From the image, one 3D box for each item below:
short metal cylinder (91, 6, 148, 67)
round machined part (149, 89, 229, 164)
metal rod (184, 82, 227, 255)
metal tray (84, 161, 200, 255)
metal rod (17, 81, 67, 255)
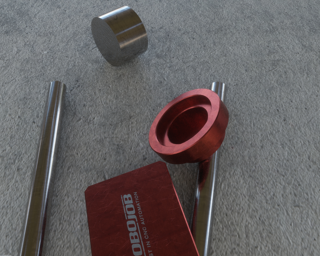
[{"bbox_3d":[-0.064,-0.144,0.488,0.050,0.080,0.080,-34,58,-25],"label":"short metal cylinder"},{"bbox_3d":[0.038,0.003,0.370,0.098,0.042,0.098,-28,36,23],"label":"round machined part"},{"bbox_3d":[0.054,0.054,0.358,0.025,0.025,0.300,9,50,7],"label":"metal rod"},{"bbox_3d":[-0.018,0.101,0.296,0.090,0.030,0.130,-20,46,-2],"label":"metal tray"},{"bbox_3d":[-0.133,0.055,0.356,0.025,0.025,0.300,-5,50,-4],"label":"metal rod"}]
